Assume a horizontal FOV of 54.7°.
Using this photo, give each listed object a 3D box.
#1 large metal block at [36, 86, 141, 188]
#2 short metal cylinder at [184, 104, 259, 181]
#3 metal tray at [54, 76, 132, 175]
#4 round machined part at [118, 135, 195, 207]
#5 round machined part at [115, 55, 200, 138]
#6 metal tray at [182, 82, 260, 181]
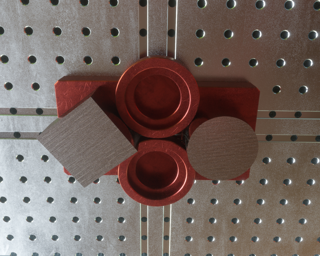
[{"bbox_3d":[-0.081,0.010,0.371,0.080,0.050,0.080,-35,107,12],"label":"large metal block"},{"bbox_3d":[0.071,0.016,0.374,0.081,0.050,0.079,0,110,0],"label":"short metal cylinder"},{"bbox_3d":[-0.083,-0.002,0.409,0.091,0.030,0.129,0,110,-2],"label":"metal tray"},{"bbox_3d":[-0.004,0.052,0.414,0.099,0.042,0.097,0,110,0],"label":"round machined part"},{"bbox_3d":[-0.003,-0.040,0.380,0.099,0.042,0.097,0,110,0],"label":"round machined part"},{"bbox_3d":[0.076,0.006,0.411,0.091,0.030,0.129,1,110,-1],"label":"metal tray"}]
